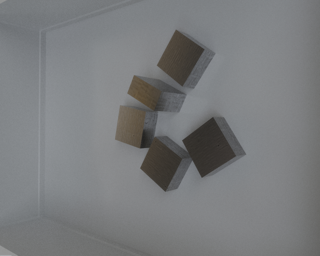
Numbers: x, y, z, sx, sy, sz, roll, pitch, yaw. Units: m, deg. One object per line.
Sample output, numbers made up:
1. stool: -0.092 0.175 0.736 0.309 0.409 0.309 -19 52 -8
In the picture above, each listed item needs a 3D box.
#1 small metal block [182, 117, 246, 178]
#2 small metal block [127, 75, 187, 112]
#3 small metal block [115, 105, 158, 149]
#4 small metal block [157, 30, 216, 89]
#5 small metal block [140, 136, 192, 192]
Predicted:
1. small metal block: 0.061 0.022 0.355 0.050 0.025 0.050 -40 66 32
2. small metal block: -0.004 -0.043 0.392 0.050 0.050 0.025 35 111 34
3. small metal block: -0.033 -0.002 0.432 0.050 0.025 0.050 16 100 38
4. small metal block: 0.031 -0.084 0.380 0.050 0.025 0.050 45 116 30
5. small metal block: 0.008 0.045 0.398 0.050 0.025 0.050 38 113 33
